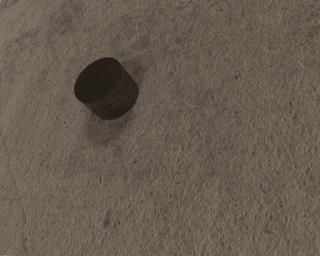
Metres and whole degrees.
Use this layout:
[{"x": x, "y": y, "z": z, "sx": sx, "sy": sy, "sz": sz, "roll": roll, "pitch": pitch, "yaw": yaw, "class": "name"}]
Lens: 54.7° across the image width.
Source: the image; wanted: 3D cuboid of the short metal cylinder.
[{"x": -0.080, "y": -0.058, "z": 0.464, "sx": 0.080, "sy": 0.050, "sz": 0.080, "roll": -13, "pitch": 56, "yaw": 20, "class": "short metal cylinder"}]
